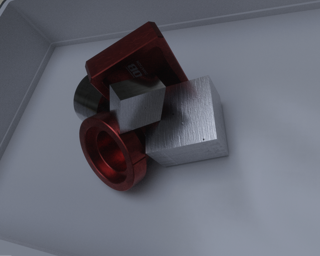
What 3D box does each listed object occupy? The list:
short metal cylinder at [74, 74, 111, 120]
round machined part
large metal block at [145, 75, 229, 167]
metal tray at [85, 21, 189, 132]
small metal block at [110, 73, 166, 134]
[{"bbox_3d":[-0.069,-0.035,0.424,0.050,0.080,0.080,25,75,36],"label":"short metal cylinder"},{"bbox_3d":[-0.051,0.025,0.379,0.098,0.097,0.042,22,38,36],"label":"round machined part"},{"bbox_3d":[0.030,-0.006,0.365,0.080,0.050,0.080,-13,61,20],"label":"large metal block"},{"bbox_3d":[-0.015,-0.053,0.375,0.090,0.130,0.030,-31,53,8],"label":"metal tray"},{"bbox_3d":[-0.025,-0.026,0.328,0.050,0.050,0.025,-20,55,-24],"label":"small metal block"}]
